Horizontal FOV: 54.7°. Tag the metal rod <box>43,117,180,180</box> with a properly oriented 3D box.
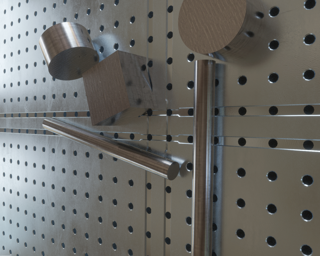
[{"bbox_3d":[-0.096,0.023,0.488,0.300,0.025,0.025,16,100,38],"label":"metal rod"}]

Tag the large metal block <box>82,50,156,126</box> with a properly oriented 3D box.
[{"bbox_3d":[-0.060,-0.053,0.443,0.080,0.050,0.080,-22,76,38],"label":"large metal block"}]

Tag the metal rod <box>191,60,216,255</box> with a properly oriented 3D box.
[{"bbox_3d":[0.051,0.071,0.367,0.025,0.025,0.298,2,91,40],"label":"metal rod"}]

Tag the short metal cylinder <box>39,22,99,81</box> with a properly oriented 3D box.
[{"bbox_3d":[-0.144,-0.120,0.492,0.080,0.081,0.050,-40,66,33],"label":"short metal cylinder"}]

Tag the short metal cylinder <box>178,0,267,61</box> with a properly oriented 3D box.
[{"bbox_3d":[0.067,-0.117,0.338,0.080,0.050,0.079,0,90,40],"label":"short metal cylinder"}]
